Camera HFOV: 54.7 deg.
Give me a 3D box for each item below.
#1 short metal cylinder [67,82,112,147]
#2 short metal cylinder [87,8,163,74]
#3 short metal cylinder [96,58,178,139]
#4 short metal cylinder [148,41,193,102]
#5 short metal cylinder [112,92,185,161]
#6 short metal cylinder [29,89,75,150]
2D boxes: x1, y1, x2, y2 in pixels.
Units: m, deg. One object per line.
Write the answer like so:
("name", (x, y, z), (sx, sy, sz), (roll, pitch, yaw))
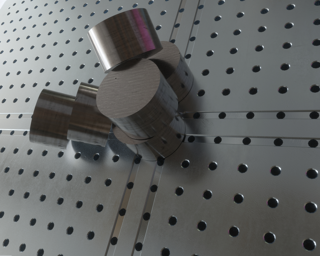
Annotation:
("short metal cylinder", (-0.091, -0.018, 0.422), (0.050, 0.080, 0.080), (14, 61, -12))
("short metal cylinder", (-0.043, -0.107, 0.388), (0.080, 0.080, 0.050), (-22, 97, 15))
("short metal cylinder", (-0.026, -0.034, 0.360), (0.080, 0.050, 0.080), (-13, 56, 21))
("short metal cylinder", (0.000, -0.075, 0.437), (0.080, 0.050, 0.080), (-13, 56, 21))
("short metal cylinder", (-0.014, -0.004, 0.401), (0.080, 0.050, 0.080), (-13, 56, 21))
("short metal cylinder", (-0.152, -0.013, 0.452), (0.050, 0.080, 0.080), (14, 61, -12))
